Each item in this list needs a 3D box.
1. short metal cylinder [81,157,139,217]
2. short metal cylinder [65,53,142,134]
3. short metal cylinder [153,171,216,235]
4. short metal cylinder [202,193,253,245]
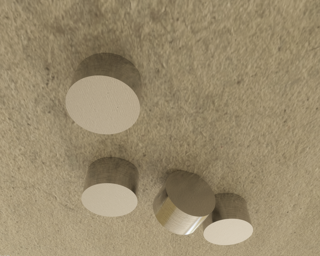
[{"bbox_3d":[-0.073,0.089,0.466,0.081,0.050,0.079,0,130,0],"label":"short metal cylinder"},{"bbox_3d":[-0.062,-0.039,0.357,0.081,0.050,0.079,0,130,0],"label":"short metal cylinder"},{"bbox_3d":[0.036,0.112,0.467,0.081,0.080,0.050,17,128,-14],"label":"short metal cylinder"},{"bbox_3d":[0.111,0.155,0.525,0.081,0.050,0.079,0,130,0],"label":"short metal cylinder"}]
